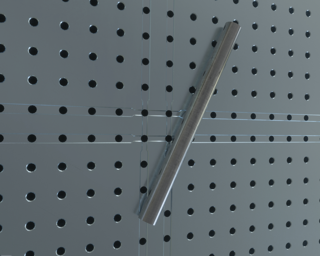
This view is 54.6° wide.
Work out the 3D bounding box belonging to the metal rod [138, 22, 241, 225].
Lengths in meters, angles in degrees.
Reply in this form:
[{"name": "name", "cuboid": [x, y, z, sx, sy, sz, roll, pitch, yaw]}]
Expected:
[{"name": "metal rod", "cuboid": [0.045, -0.012, 0.428, 0.025, 0.025, 0.299, 27, 81, -18]}]
